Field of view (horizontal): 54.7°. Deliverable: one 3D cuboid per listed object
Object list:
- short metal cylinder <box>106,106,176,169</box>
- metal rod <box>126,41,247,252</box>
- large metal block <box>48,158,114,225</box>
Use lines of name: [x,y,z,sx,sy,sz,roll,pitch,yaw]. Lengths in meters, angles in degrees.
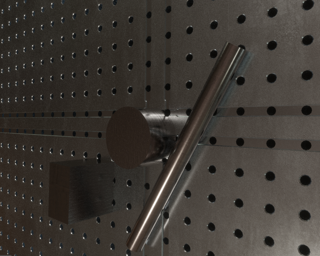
short metal cylinder: [-0.026,0.012,0.413,0.080,0.050,0.079,0,90,39]
metal rod: [0.024,0.038,0.387,0.025,0.025,0.298,38,113,33]
large metal block: [-0.117,0.091,0.467,0.050,0.081,0.079,4,93,39]
